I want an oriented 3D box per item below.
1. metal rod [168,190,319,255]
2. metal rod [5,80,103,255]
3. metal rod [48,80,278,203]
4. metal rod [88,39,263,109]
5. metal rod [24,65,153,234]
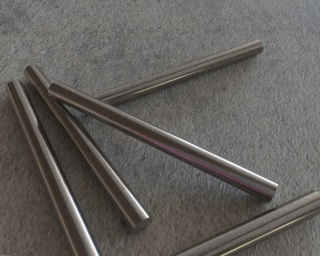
[{"bbox_3d":[0.034,0.126,0.297,0.302,0.025,0.025,-18,53,-15],"label":"metal rod"},{"bbox_3d":[-0.134,0.040,0.367,0.025,0.025,0.300,-24,54,-19],"label":"metal rod"},{"bbox_3d":[-0.007,0.010,0.378,0.301,0.025,0.025,25,54,13],"label":"metal rod"},{"bbox_3d":[0.031,-0.082,0.472,0.302,0.025,0.025,-22,54,-18],"label":"metal rod"},{"bbox_3d":[-0.106,0.007,0.395,0.025,0.025,0.300,-29,56,-23],"label":"metal rod"}]
